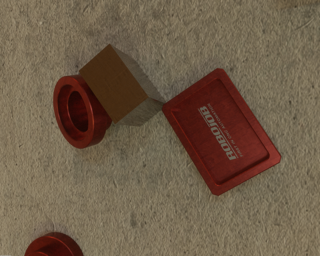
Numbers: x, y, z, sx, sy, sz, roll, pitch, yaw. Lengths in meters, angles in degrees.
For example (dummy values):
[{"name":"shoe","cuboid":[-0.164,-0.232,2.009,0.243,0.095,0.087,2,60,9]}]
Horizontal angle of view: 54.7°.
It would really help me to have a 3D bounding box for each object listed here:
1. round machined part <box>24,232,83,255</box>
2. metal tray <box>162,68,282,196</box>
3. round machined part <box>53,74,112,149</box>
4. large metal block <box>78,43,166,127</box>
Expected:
[{"name":"round machined part","cuboid":[-0.163,0.209,0.456,0.098,0.042,0.097,0,90,19]},{"name":"metal tray","cuboid":[0.073,0.005,0.380,0.090,0.030,0.130,-34,80,16]},{"name":"round machined part","cuboid":[-0.101,-0.024,0.420,0.098,0.042,0.097,17,115,41]},{"name":"large metal block","cuboid":[-0.043,-0.050,0.392,0.050,0.080,0.080,-38,78,12]}]
